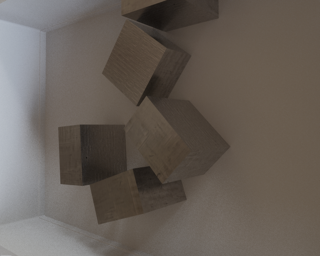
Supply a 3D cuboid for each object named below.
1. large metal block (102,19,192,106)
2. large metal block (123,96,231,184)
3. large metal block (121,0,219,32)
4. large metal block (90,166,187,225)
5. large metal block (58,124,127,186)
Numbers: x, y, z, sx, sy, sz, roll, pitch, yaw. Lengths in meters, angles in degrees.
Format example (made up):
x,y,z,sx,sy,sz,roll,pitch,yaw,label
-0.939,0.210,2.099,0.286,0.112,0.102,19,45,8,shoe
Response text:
x,y,z,sx,sy,sz,roll,pitch,yaw,label
-0.020,-0.083,0.405,0.080,0.050,0.080,44,116,31,large metal block
0.020,0.011,0.353,0.080,0.081,0.050,52,120,27,large metal block
0.012,-0.154,0.359,0.080,0.081,0.050,-1,90,39,large metal block
-0.027,0.081,0.391,0.080,0.081,0.050,-25,75,37,large metal block
-0.096,0.037,0.447,0.050,0.081,0.080,-5,87,39,large metal block
